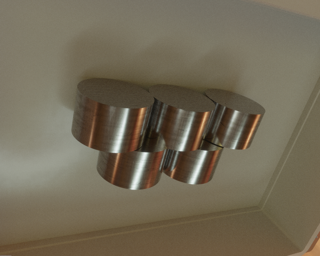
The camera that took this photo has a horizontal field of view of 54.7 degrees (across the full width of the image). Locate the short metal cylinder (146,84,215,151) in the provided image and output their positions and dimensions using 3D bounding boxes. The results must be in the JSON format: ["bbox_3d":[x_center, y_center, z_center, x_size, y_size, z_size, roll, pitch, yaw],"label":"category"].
[{"bbox_3d":[0.020,-0.014,0.373,0.081,0.080,0.050,1,118,-29],"label":"short metal cylinder"}]

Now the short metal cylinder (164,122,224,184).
[{"bbox_3d":[0.040,0.030,0.411,0.081,0.080,0.050,1,118,-29],"label":"short metal cylinder"}]

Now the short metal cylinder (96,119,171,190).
[{"bbox_3d":[-0.032,0.029,0.371,0.081,0.080,0.050,1,118,-29],"label":"short metal cylinder"}]

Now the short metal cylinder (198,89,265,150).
[{"bbox_3d":[0.091,-0.013,0.412,0.081,0.080,0.050,2,118,-29],"label":"short metal cylinder"}]

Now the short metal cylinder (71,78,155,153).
[{"bbox_3d":[-0.051,-0.016,0.333,0.081,0.080,0.050,1,118,-29],"label":"short metal cylinder"}]
